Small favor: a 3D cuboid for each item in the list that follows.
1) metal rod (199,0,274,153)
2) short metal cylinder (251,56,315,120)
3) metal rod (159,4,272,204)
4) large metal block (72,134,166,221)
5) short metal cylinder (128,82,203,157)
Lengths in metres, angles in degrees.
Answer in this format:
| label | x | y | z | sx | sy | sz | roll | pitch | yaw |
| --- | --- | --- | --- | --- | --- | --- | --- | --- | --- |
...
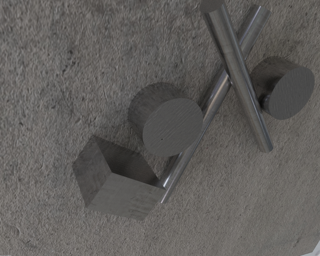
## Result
| label | x | y | z | sx | sy | sz | roll | pitch | yaw |
| --- | --- | --- | --- | --- | --- | --- | --- | --- | --- |
| metal rod | 0.115 | -0.045 | 0.413 | 0.025 | 0.025 | 0.300 | -41 | 138 | 0 |
| short metal cylinder | 0.173 | -0.058 | 0.449 | 0.081 | 0.050 | 0.079 | -14 | 124 | -21 |
| metal rod | 0.064 | -0.020 | 0.428 | 0.025 | 0.025 | 0.298 | 14 | 111 | -34 |
| large metal block | -0.052 | 0.061 | 0.381 | 0.080 | 0.080 | 0.050 | 27 | 104 | -37 |
| short metal cylinder | 0.006 | -0.011 | 0.387 | 0.081 | 0.050 | 0.079 | -14 | 124 | -21 |
